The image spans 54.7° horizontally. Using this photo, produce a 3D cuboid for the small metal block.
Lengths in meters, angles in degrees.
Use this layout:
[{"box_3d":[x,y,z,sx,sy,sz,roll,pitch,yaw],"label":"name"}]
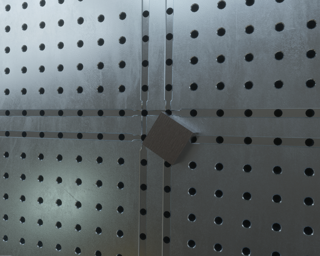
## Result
[{"box_3d":[0.013,0.013,0.407,0.050,0.025,0.050,34,101,16],"label":"small metal block"}]
